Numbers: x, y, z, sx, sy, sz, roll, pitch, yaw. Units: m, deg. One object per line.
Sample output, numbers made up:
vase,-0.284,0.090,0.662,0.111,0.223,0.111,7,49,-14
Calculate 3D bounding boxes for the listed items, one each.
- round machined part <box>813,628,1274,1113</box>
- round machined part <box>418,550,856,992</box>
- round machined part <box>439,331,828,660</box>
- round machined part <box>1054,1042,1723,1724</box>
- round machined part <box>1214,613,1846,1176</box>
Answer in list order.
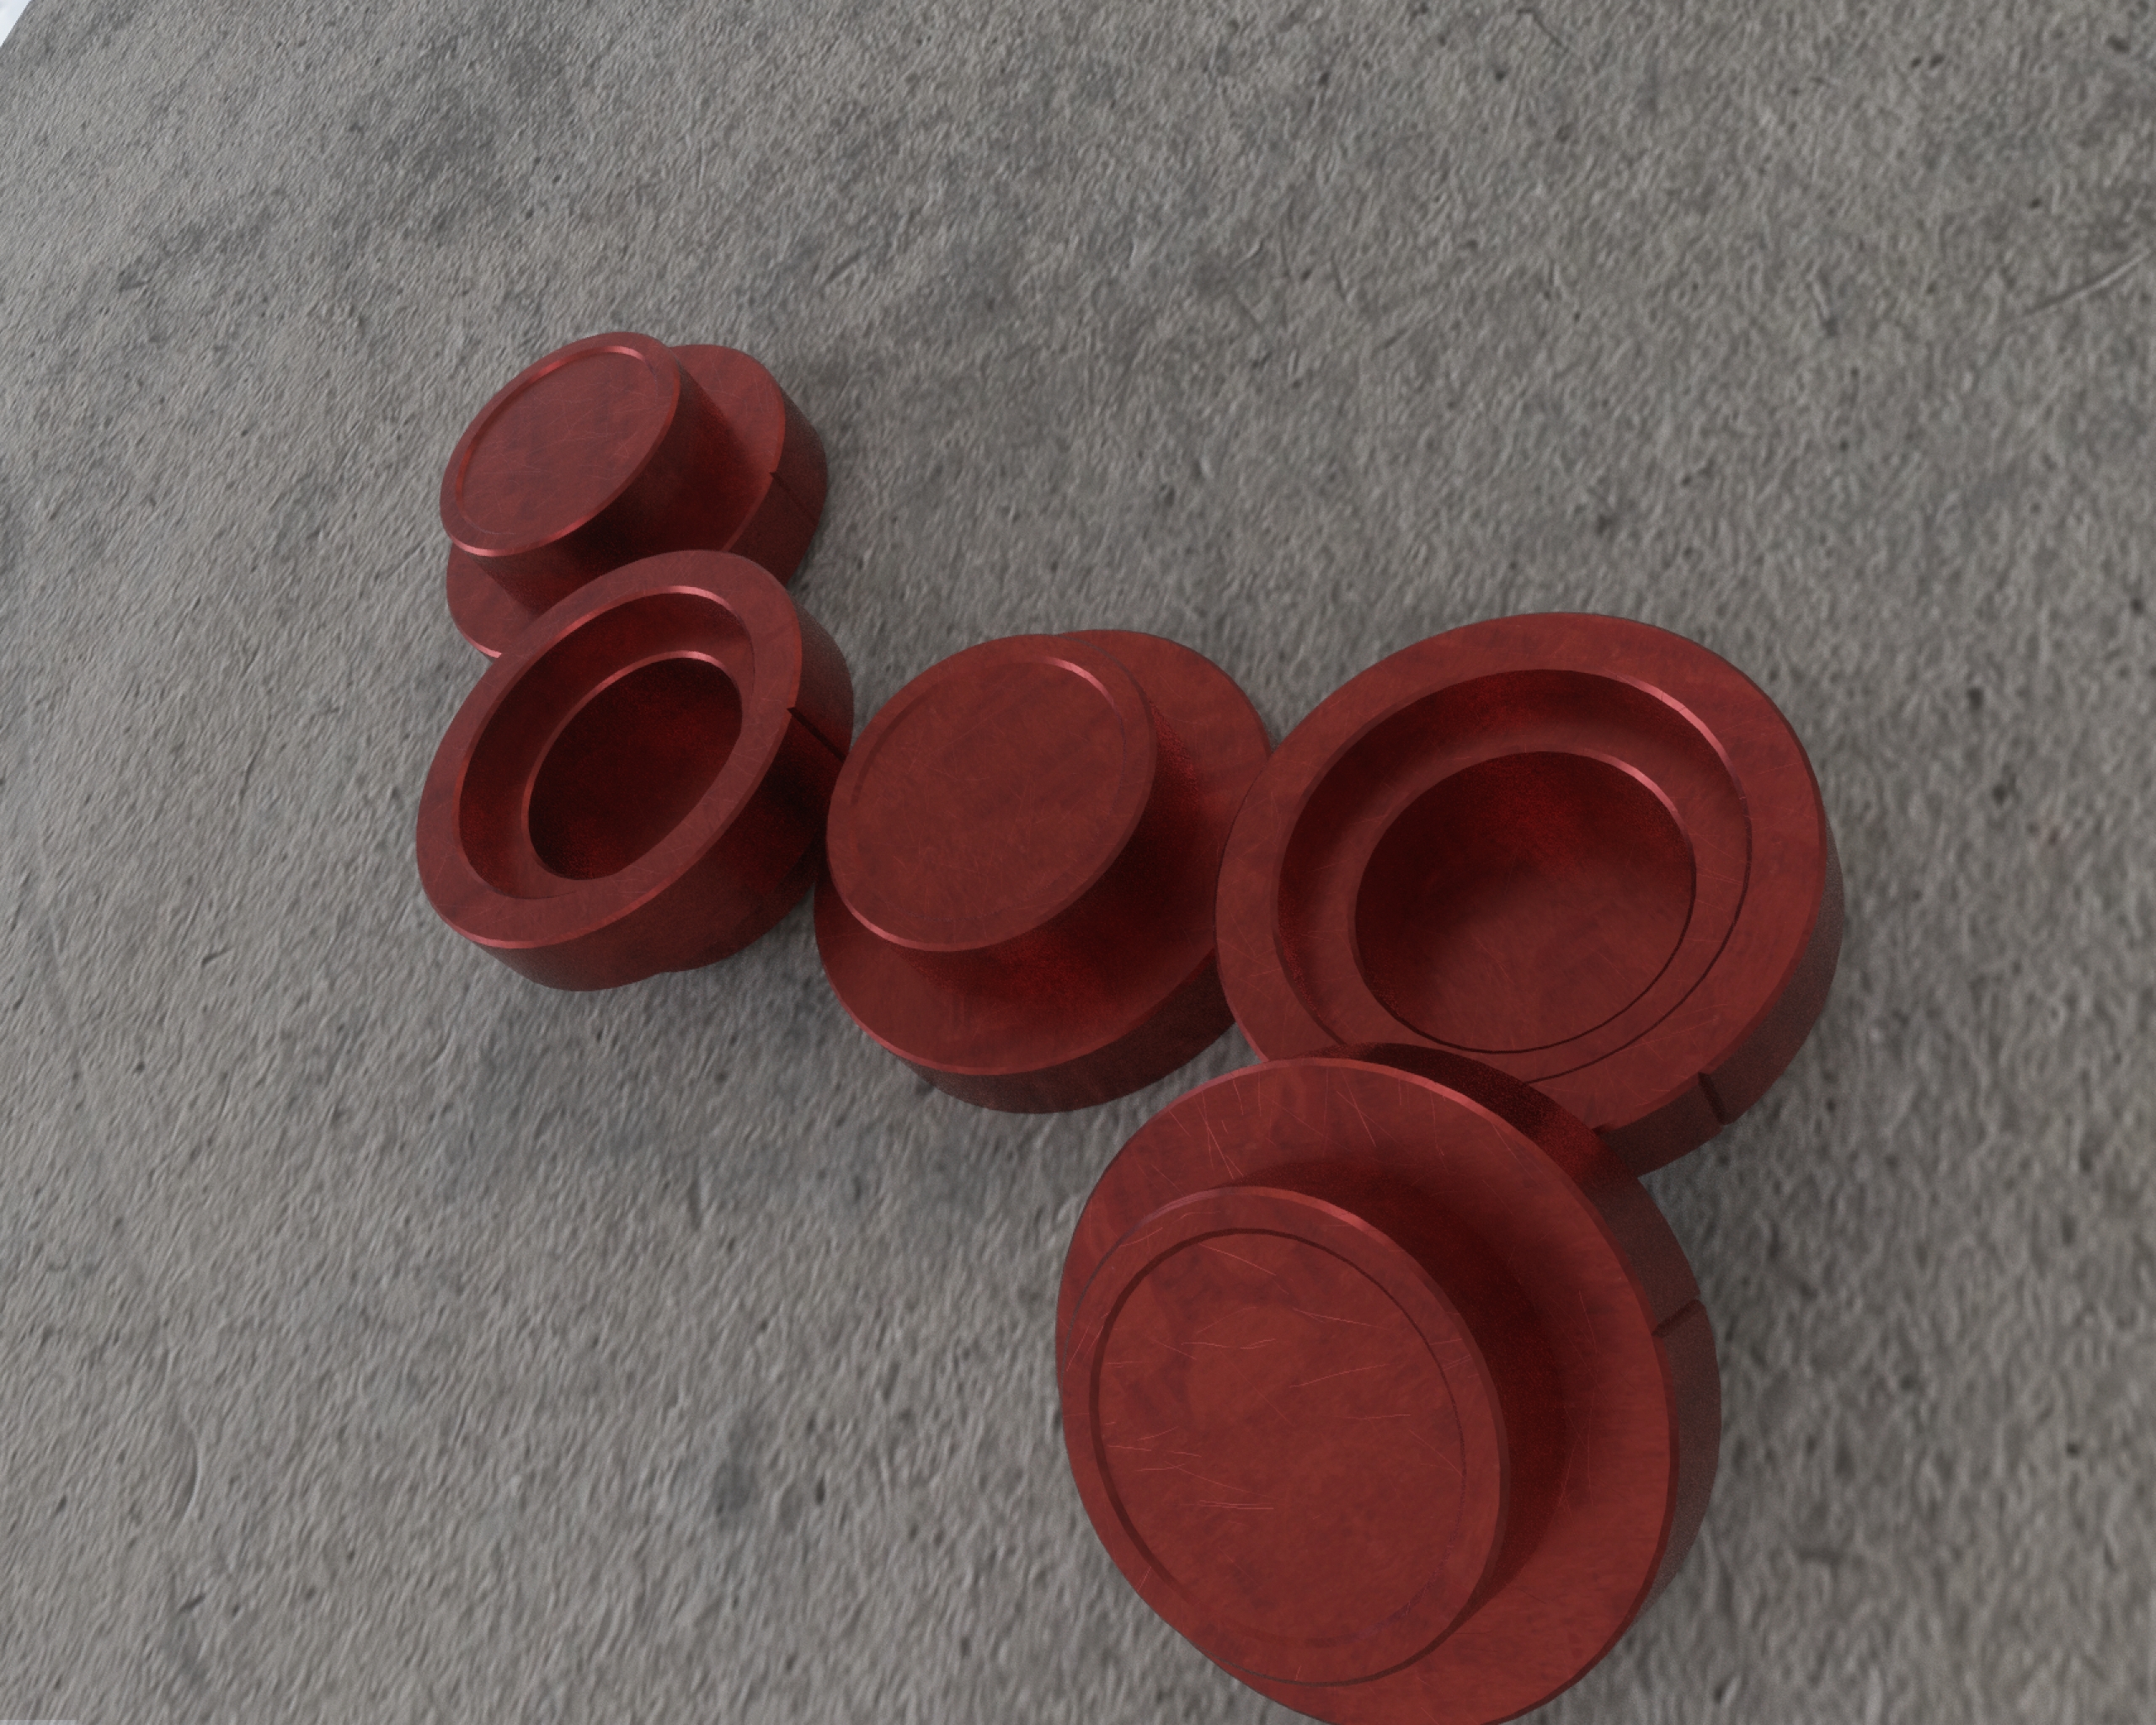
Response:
round machined part,-0.009,-0.005,0.401,0.098,0.042,0.098,-13,56,21
round machined part,-0.089,-0.015,0.446,0.098,0.042,0.098,-16,53,23
round machined part,-0.114,-0.089,0.505,0.098,0.042,0.098,-14,53,21
round machined part,0.037,0.077,0.299,0.098,0.042,0.097,2,93,33
round machined part,0.076,0.010,0.347,0.098,0.042,0.098,-13,56,21
